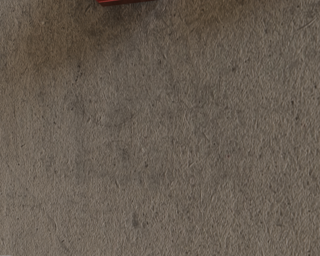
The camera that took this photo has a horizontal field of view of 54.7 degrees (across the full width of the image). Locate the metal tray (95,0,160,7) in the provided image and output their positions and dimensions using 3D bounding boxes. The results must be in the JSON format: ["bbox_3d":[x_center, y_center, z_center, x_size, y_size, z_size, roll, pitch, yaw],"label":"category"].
[{"bbox_3d":[-0.045,-0.229,0.393,0.091,0.030,0.129,-7,101,1],"label":"metal tray"}]
